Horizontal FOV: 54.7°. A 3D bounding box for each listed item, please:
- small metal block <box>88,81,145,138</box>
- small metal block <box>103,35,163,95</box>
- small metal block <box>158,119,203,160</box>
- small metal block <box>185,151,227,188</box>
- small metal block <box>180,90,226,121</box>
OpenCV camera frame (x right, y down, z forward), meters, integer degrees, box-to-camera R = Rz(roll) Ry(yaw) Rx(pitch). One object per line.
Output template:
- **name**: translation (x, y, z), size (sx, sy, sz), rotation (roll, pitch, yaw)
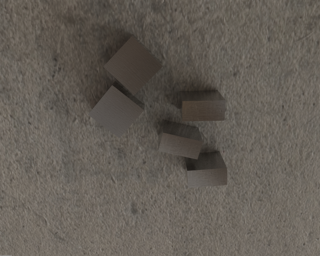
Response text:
- **small metal block**: translation (-0.055, -0.024, 0.400), size (0.050, 0.025, 0.050), rotation (39, 105, -13)
- **small metal block**: translation (-0.032, -0.078, 0.381), size (0.050, 0.025, 0.050), rotation (43, 104, -15)
- **small metal block**: translation (0.025, 0.014, 0.402), size (0.050, 0.050, 0.025), rotation (13, 110, -5)
- **small metal block**: translation (0.060, 0.055, 0.418), size (0.050, 0.050, 0.025), rotation (-4, 110, 1)
- **small metal block**: translation (0.051, -0.029, 0.387), size (0.050, 0.050, 0.025), rotation (-1, 110, 0)
